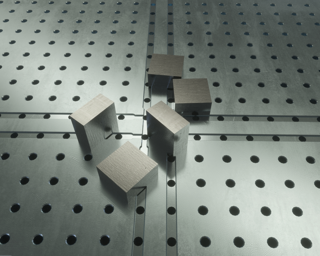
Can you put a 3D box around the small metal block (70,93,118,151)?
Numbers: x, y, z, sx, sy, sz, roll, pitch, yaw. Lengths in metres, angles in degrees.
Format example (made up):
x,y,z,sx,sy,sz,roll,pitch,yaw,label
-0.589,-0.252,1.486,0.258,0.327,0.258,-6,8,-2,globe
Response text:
x,y,z,sx,sy,sz,roll,pitch,yaw,label
-0.083,-0.008,0.398,0.025,0.050,0.050,32,57,24,small metal block

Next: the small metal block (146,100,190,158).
x,y,z,sx,sy,sz,roll,pitch,yaw,label
0.009,0.002,0.390,0.025,0.050,0.050,-35,58,-25,small metal block

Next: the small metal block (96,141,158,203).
x,y,z,sx,sy,sz,roll,pitch,yaw,label
-0.038,0.050,0.365,0.050,0.025,0.050,35,58,26,small metal block

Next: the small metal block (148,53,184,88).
x,y,z,sx,sy,sz,roll,pitch,yaw,label
0.010,-0.089,0.483,0.050,0.025,0.050,6,50,5,small metal block

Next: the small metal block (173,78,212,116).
x,y,z,sx,sy,sz,roll,pitch,yaw,label
0.045,-0.045,0.446,0.050,0.025,0.050,-2,50,-2,small metal block
